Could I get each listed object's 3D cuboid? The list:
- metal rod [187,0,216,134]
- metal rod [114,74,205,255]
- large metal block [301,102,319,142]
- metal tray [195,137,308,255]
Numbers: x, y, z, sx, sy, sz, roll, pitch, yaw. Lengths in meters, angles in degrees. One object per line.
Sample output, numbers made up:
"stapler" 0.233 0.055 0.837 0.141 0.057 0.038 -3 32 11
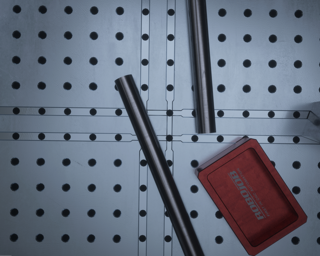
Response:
"metal rod" 0.051 -0.142 0.413 0.025 0.025 0.298 -5 90 0
"metal rod" 0.007 0.072 0.413 0.025 0.025 0.299 -22 90 0
"large metal block" 0.242 0.002 0.388 0.080 0.080 0.050 20 90 0
"metal tray" 0.119 0.089 0.411 0.090 0.030 0.130 -33 90 0
